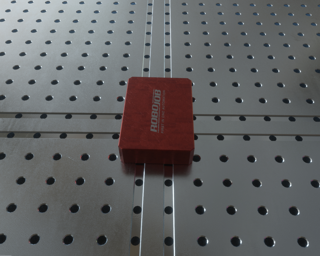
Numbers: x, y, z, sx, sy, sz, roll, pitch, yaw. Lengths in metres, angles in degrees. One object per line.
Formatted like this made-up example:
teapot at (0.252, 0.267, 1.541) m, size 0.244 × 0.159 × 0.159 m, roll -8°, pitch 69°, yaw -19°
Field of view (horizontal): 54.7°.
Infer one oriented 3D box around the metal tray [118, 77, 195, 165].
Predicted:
metal tray at (-0.002, -0.014, 0.415) m, size 0.091 × 0.030 × 0.130 m, roll 2°, pitch 50°, yaw 1°
